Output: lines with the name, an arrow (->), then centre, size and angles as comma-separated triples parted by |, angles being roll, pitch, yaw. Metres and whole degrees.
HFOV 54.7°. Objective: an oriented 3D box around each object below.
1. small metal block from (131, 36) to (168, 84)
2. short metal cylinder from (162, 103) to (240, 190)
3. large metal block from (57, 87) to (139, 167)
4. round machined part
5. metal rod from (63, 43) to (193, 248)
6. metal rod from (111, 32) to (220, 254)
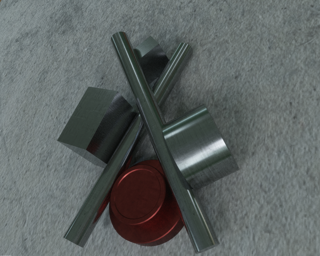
small metal block -> -0.017, -0.097, 0.456 | 0.050, 0.050, 0.025 | -38, 51, 2
short metal cylinder -> 0.044, 0.020, 0.334 | 0.050, 0.080, 0.080 | -28, 52, 10
large metal block -> -0.071, 0.004, 0.403 | 0.050, 0.080, 0.080 | 12, 68, 33
round machined part -> -0.017, 0.081, 0.353 | 0.098, 0.042, 0.098 | -13, 56, 20
metal rod -> -0.028, 0.004, 0.397 | 0.025, 0.025, 0.300 | 12, 62, 33
metal rod -> -0.006, -0.006, 0.367 | 0.025, 0.025, 0.299 | -29, 61, 10
